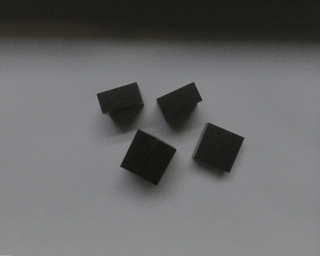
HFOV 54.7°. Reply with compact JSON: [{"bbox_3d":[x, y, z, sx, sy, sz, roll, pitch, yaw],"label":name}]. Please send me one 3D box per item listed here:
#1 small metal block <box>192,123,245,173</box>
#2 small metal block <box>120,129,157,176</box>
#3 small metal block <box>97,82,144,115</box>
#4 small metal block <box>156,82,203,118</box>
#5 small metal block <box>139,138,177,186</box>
[{"bbox_3d":[0.077,0.026,0.413,0.050,0.025,0.050,23,90,-1],"label":"small metal block"},{"bbox_3d":[-0.026,0.029,0.399,0.025,0.050,0.050,26,90,0],"label":"small metal block"},{"bbox_3d":[-0.049,-0.037,0.398,0.050,0.050,0.025,-17,90,0],"label":"small metal block"},{"bbox_3d":[0.023,-0.034,0.399,0.050,0.050,0.025,-25,90,0],"label":"small metal block"},{"bbox_3d":[-0.003,0.042,0.399,0.025,0.050,0.050,29,90,-1],"label":"small metal block"}]
